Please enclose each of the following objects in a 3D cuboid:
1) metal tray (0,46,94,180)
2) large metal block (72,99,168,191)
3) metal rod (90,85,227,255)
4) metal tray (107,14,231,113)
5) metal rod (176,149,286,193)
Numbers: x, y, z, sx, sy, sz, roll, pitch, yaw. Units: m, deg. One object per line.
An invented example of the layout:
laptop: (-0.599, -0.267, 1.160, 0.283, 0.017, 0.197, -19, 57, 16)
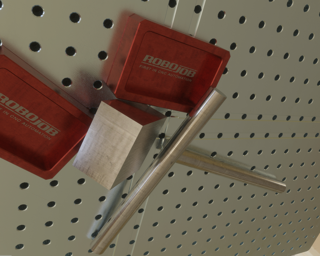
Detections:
metal tray: (-0.140, -0.009, 0.325, 0.090, 0.030, 0.130, -46, 130, 3)
large metal block: (-0.043, 0.013, 0.355, 0.080, 0.050, 0.080, -62, 168, 16)
metal rod: (-0.012, 0.069, 0.426, 0.025, 0.025, 0.299, 22, 114, -37)
metal tray: (0.013, -0.070, 0.372, 0.131, 0.030, 0.089, 10, 114, -33)
metal rod: (0.126, 0.076, 0.529, 0.302, 0.025, 0.025, 20, 107, -36)
